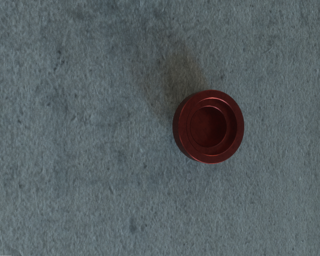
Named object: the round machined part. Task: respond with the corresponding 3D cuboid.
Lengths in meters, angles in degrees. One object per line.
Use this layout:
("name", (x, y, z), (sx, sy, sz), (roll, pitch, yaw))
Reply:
("round machined part", (0.062, -0.002, 0.424), (0.099, 0.042, 0.097), (0, 90, -21))
